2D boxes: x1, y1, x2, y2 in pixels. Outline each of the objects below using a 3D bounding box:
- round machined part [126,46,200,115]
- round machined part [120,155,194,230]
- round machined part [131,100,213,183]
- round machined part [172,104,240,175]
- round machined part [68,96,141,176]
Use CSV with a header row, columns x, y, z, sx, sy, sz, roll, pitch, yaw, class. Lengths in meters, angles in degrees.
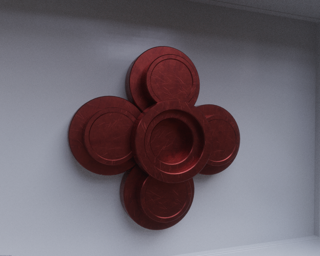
x,y,z,sx,sy,sz,roll,pitch,yaw,class
0.008,-0.058,0.401,0.099,0.042,0.097,0,90,-20,round machined part
0.001,0.083,0.400,0.099,0.042,0.097,1,88,-21,round machined part
0.011,0.016,0.381,0.099,0.042,0.097,0,90,-20,round machined part
0.069,0.016,0.424,0.099,0.042,0.097,0,90,-20,round machined part
-0.060,0.009,0.377,0.099,0.042,0.097,0,90,-20,round machined part
